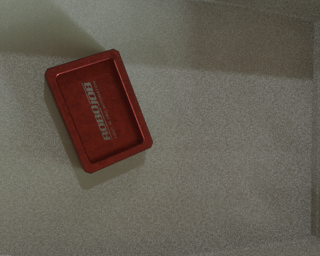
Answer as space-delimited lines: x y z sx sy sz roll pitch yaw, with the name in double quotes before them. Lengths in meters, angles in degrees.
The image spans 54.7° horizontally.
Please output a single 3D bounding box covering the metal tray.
"metal tray" -0.073 -0.021 0.381 0.091 0.030 0.129 -23 98 -19
